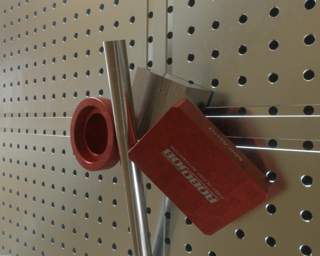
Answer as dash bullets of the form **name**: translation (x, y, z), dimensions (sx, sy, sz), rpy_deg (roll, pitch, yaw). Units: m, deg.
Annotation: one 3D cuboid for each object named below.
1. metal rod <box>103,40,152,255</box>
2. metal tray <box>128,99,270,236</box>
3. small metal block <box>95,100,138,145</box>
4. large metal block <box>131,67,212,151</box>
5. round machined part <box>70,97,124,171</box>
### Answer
- **metal rod**: translation (-0.036, 0.046, 0.382), dimensions (0.025, 0.025, 0.298), rpy_deg (8, 111, 39)
- **metal tray**: translation (0.040, 0.044, 0.336), dimensions (0.130, 0.030, 0.090), rpy_deg (45, 121, 2)
- **small metal block**: translation (-0.065, -0.007, 0.459), dimensions (0.050, 0.025, 0.050), rpy_deg (-28, 73, 36)
- **large metal block**: translation (0.005, -0.023, 0.384), dimensions (0.080, 0.050, 0.079), rpy_deg (29, 108, 36)
- **round machined part**: translation (-0.077, 0.008, 0.422), dimensions (0.098, 0.042, 0.097), rpy_deg (1, 91, 43)
